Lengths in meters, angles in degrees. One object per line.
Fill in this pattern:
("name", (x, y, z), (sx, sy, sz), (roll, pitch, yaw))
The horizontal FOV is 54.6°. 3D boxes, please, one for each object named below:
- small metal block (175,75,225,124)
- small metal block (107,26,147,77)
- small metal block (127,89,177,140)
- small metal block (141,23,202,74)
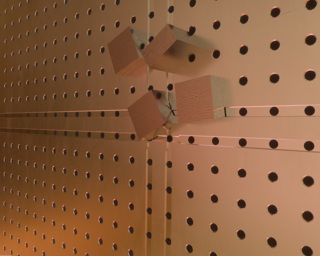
("small metal block", (0.047, -0.032, 0.371), (0.050, 0.025, 0.050), (-8, 85, 40))
("small metal block", (-0.045, -0.110, 0.448), (0.050, 0.025, 0.050), (-27, 73, 37))
("small metal block", (-0.012, -0.017, 0.420), (0.050, 0.025, 0.050), (-34, 69, 35))
("small metal block", (0.014, -0.096, 0.382), (0.050, 0.050, 0.025), (-40, 65, 33))
